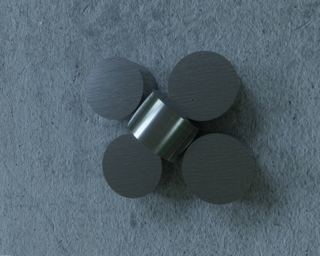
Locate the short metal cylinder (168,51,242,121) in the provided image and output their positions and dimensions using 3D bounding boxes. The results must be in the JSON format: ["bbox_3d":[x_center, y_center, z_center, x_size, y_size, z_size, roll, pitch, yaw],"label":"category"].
[{"bbox_3d":[0.056,-0.048,0.375,0.080,0.050,0.079,0,90,19],"label":"short metal cylinder"}]

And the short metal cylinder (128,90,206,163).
[{"bbox_3d":[0.008,-0.003,0.378,0.080,0.080,0.050,41,103,15],"label":"short metal cylinder"}]

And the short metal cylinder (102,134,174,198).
[{"bbox_3d":[-0.027,0.047,0.404,0.080,0.050,0.079,0,90,19],"label":"short metal cylinder"}]

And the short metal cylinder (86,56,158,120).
[{"bbox_3d":[-0.050,-0.050,0.412,0.080,0.050,0.079,0,90,19],"label":"short metal cylinder"}]

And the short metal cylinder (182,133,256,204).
[{"bbox_3d":[0.072,0.046,0.370,0.080,0.050,0.079,0,90,19],"label":"short metal cylinder"}]
